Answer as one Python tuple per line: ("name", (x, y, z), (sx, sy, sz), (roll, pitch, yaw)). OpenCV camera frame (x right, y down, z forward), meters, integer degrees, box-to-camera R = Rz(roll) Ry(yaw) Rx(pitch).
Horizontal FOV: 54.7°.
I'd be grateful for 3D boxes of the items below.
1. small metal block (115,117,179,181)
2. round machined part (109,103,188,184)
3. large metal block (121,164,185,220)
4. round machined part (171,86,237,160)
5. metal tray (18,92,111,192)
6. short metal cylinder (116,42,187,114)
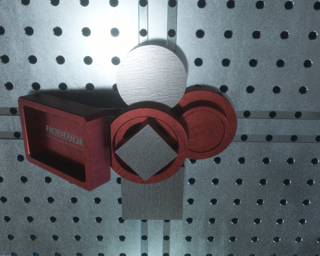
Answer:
("small metal block", (-0.015, 0.024, 0.356), (0.050, 0.025, 0.050), (-40, 106, 13))
("round machined part", (-0.017, 0.016, 0.379), (0.099, 0.042, 0.097), (0, 110, 0))
("large metal block", (-0.010, 0.077, 0.425), (0.081, 0.050, 0.079), (1, 110, -1))
("round machined part", (0.052, -0.002, 0.402), (0.099, 0.042, 0.097), (0, 110, 0))
("metal tray", (-0.118, 0.013, 0.376), (0.130, 0.030, 0.089), (15, 115, 34))
("short metal cylinder", (-0.010, -0.062, 0.376), (0.081, 0.050, 0.079), (0, 110, 0))
